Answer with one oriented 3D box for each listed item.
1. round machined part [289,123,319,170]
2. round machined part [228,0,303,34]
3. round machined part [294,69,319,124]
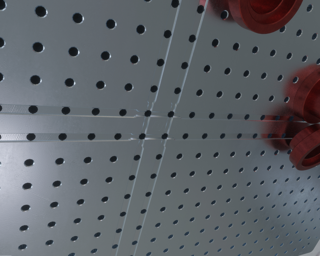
[{"bbox_3d":[0.275,0.030,0.556,0.099,0.042,0.098,-17,142,-14],"label":"round machined part"},{"bbox_3d":[0.120,-0.164,0.363,0.099,0.042,0.097,-14,124,-21],"label":"round machined part"},{"bbox_3d":[0.279,-0.049,0.521,0.099,0.042,0.097,-14,124,-21],"label":"round machined part"}]
